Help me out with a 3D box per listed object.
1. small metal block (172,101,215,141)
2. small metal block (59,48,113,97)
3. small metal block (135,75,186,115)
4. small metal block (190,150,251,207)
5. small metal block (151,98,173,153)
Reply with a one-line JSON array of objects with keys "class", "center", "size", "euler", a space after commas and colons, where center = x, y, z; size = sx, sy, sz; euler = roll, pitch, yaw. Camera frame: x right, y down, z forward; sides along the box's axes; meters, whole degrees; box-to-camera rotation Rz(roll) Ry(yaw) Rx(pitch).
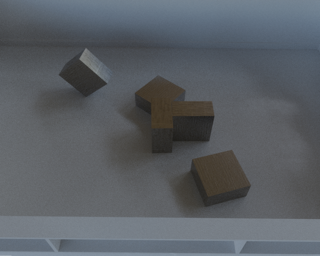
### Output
[{"class": "small metal block", "center": [0.040, -0.008, 0.396], "size": [0.050, 0.050, 0.025], "euler": [0, 50, -1]}, {"class": "small metal block", "center": [-0.105, -0.077, 0.439], "size": [0.050, 0.050, 0.025], "euler": [-23, 38, 37]}, {"class": "small metal block", "center": [0.000, -0.043, 0.441], "size": [0.050, 0.025, 0.050], "euler": [33, 57, 24]}, {"class": "small metal block", "center": [0.068, 0.057, 0.358], "size": [0.050, 0.025, 0.050], "euler": [-12, 51, -11]}, {"class": "small metal block", "center": [0.002, -0.003, 0.391], "size": [0.025, 0.050, 0.050], "euler": [-1, 50, -1]}]
